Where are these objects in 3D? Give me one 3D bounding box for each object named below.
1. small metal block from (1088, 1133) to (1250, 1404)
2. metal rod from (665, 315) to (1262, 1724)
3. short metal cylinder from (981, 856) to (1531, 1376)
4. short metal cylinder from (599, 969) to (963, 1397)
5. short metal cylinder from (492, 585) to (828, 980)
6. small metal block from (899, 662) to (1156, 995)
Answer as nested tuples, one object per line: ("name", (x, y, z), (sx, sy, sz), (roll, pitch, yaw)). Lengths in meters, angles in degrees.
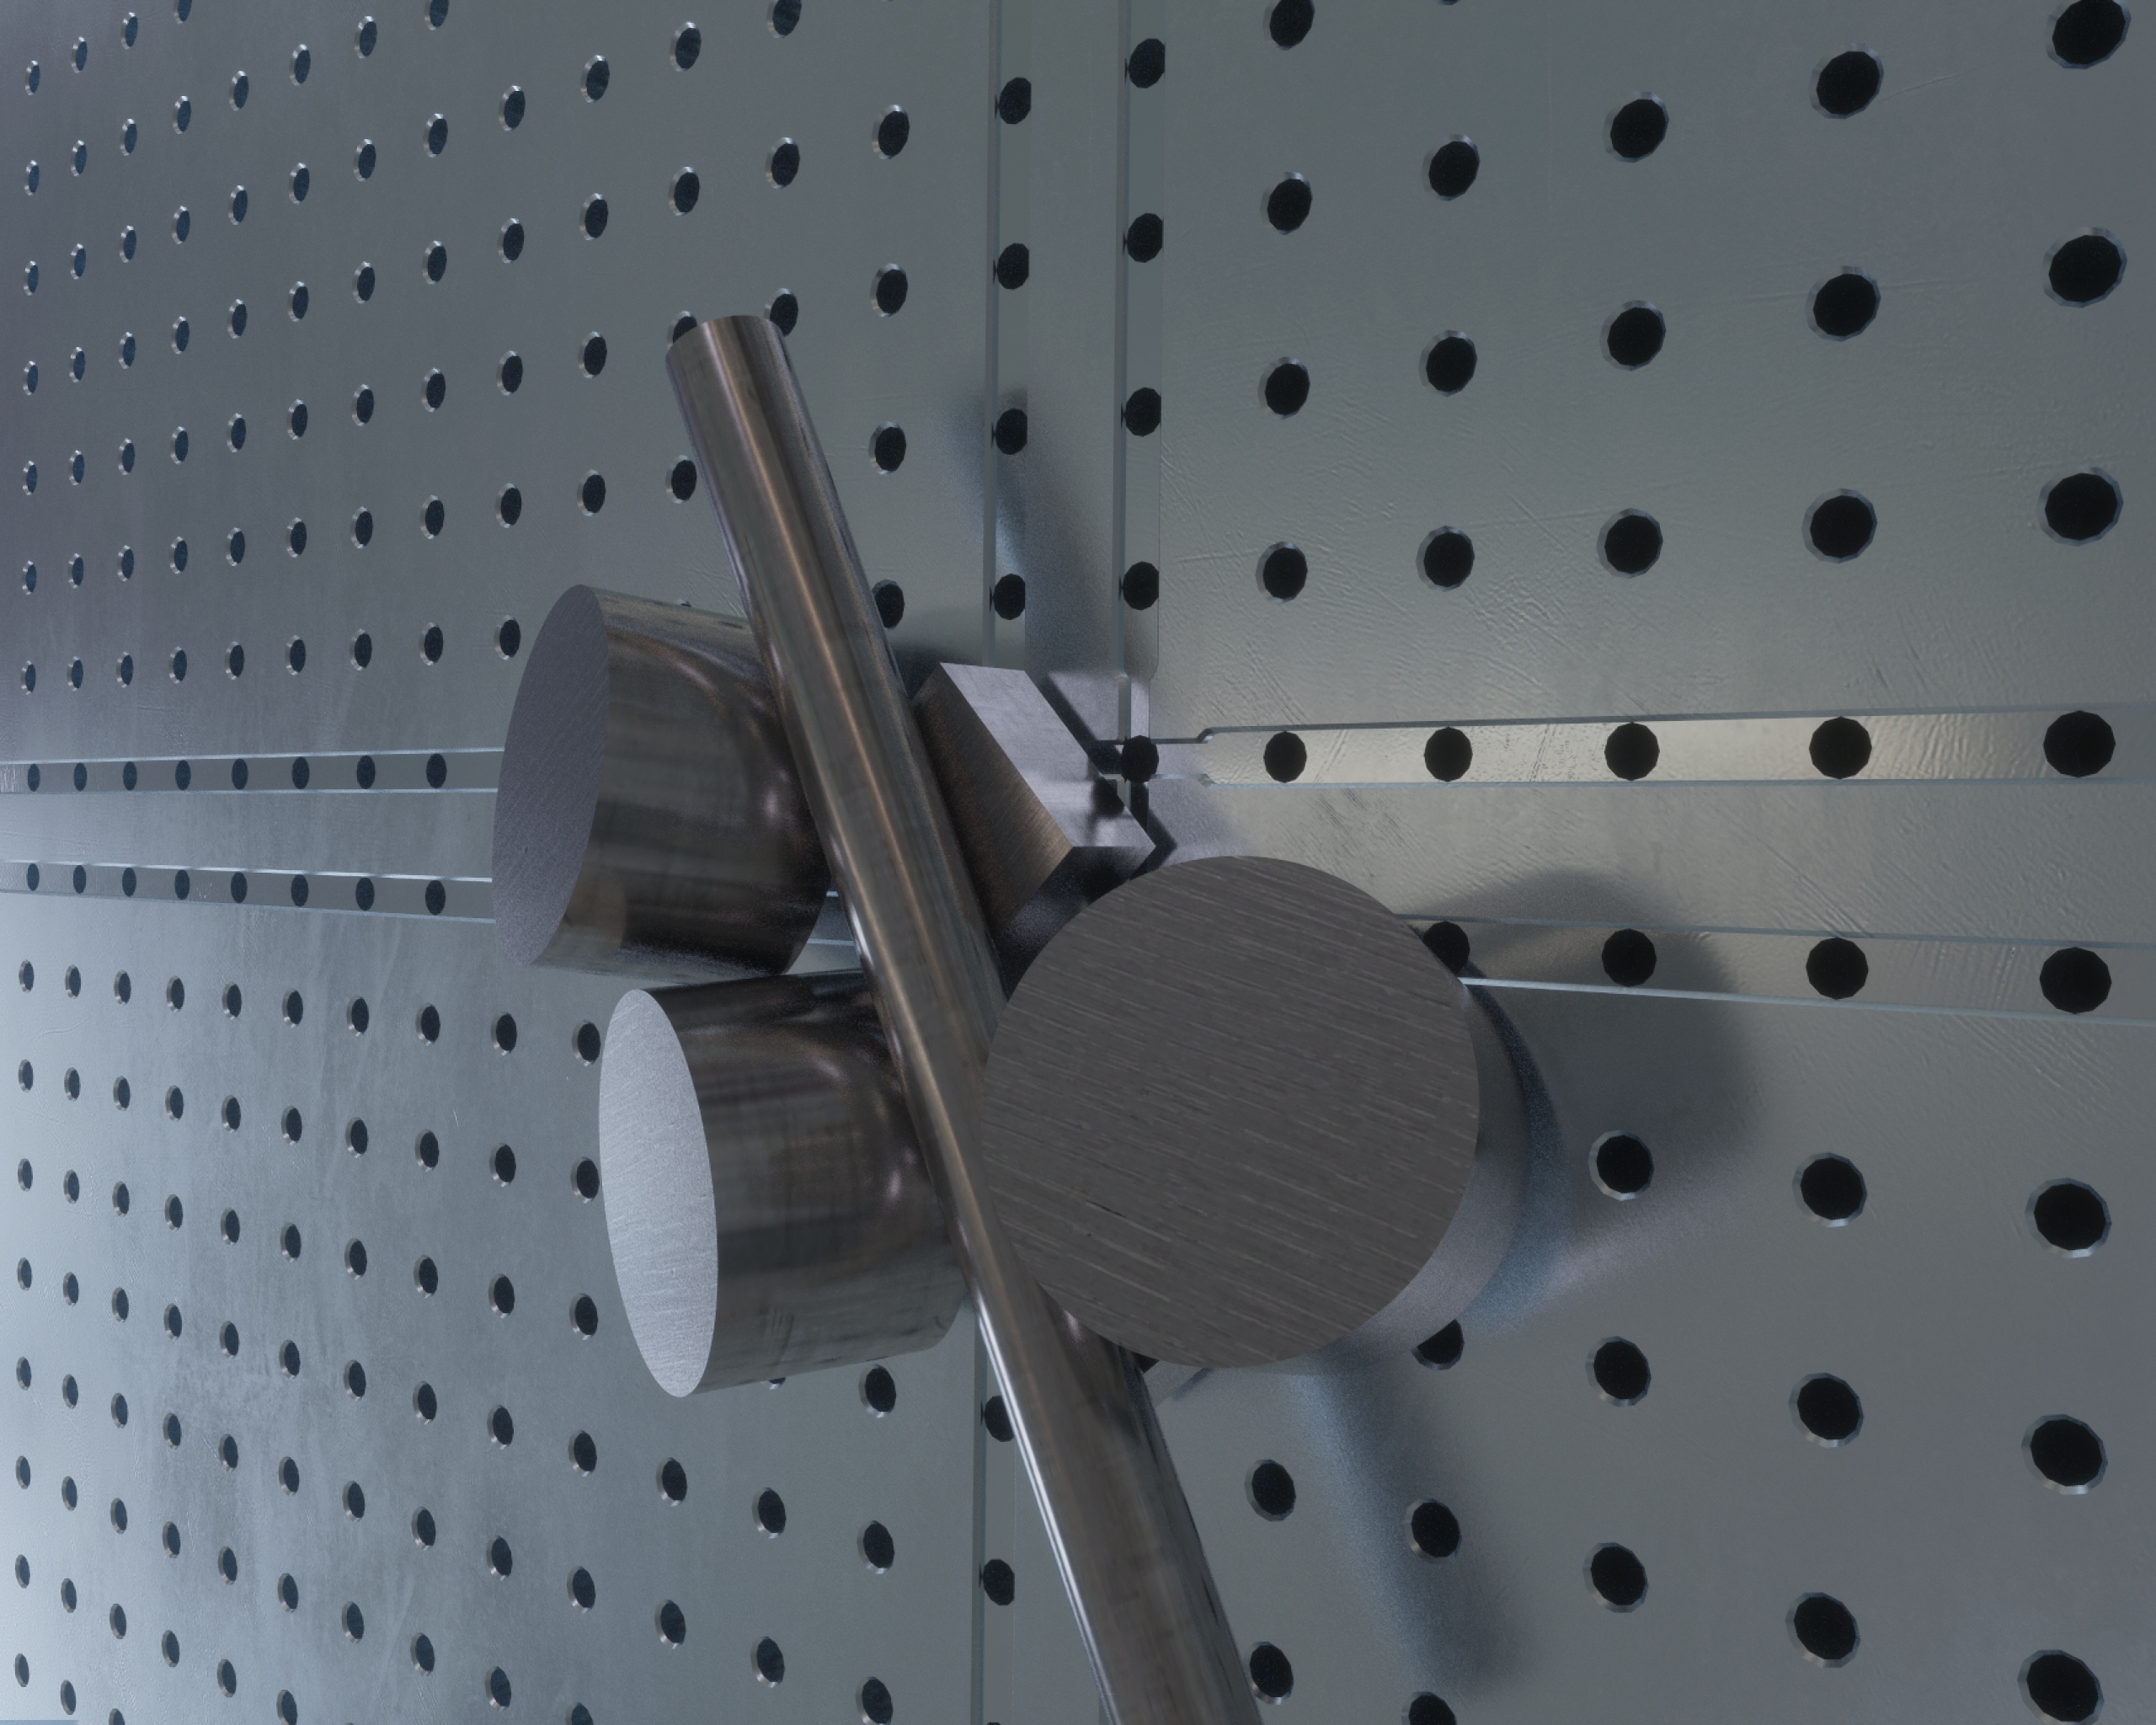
("small metal block", (0.009, 0.072, 0.397), (0.050, 0.025, 0.050), (-48, 62, 29))
("metal rod", (-0.024, 0.029, 0.391), (0.025, 0.025, 0.299), (-32, 70, 35))
("short metal cylinder", (0.031, 0.044, 0.346), (0.080, 0.050, 0.080), (-6, 74, 19))
("short metal cylinder", (-0.061, 0.063, 0.421), (0.080, 0.050, 0.079), (15, 107, 61))
("short metal cylinder", (-0.088, -0.015, 0.443), (0.080, 0.050, 0.080), (-25, 60, 56))
("small metal block", (-0.020, -0.004, 0.421), (0.050, 0.025, 0.050), (-51, 61, 28))
